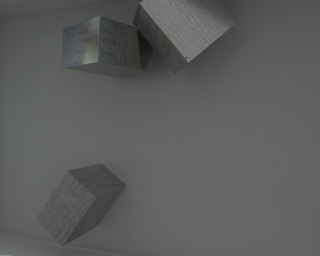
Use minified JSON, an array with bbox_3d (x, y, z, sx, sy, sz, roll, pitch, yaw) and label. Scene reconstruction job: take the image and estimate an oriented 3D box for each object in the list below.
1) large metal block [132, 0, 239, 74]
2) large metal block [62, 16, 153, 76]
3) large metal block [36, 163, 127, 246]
[{"bbox_3d":[0.028,-0.123,0.359,0.080,0.050,0.080,-42,95,-14],"label":"large metal block"},{"bbox_3d":[-0.066,-0.098,0.391,0.080,0.081,0.050,4,92,45],"label":"large metal block"},{"bbox_3d":[-0.103,0.099,0.418,0.050,0.080,0.080,39,102,16],"label":"large metal block"}]
